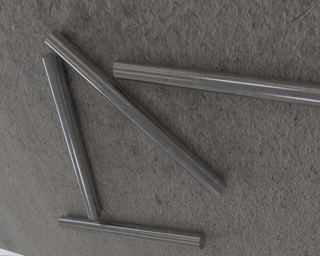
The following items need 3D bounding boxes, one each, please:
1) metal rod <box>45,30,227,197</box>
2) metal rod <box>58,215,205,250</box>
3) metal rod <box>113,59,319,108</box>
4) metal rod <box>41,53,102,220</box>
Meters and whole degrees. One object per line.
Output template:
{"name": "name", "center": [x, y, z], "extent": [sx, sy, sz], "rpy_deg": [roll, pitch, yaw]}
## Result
{"name": "metal rod", "center": [-0.030, -0.019, 0.411], "extent": [0.300, 0.025, 0.025], "rpy_deg": [42, 129, -1]}
{"name": "metal rod", "center": [-0.065, 0.183, 0.554], "extent": [0.300, 0.025, 0.025], "rpy_deg": [-3, 117, 29]}
{"name": "metal rod", "center": [0.085, -0.047, 0.332], "extent": [0.301, 0.025, 0.025], "rpy_deg": [11, 123, 22]}
{"name": "metal rod", "center": [-0.135, 0.030, 0.496], "extent": [0.025, 0.025, 0.298], "rpy_deg": [8, 122, 24]}
